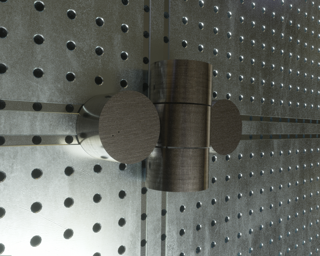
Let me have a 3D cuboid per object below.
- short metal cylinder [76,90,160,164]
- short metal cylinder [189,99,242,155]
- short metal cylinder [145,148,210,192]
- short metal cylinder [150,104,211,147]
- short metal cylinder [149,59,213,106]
[{"bbox_3d":[-0.047,-0.001,0.354,0.081,0.050,0.079,0,90,-40],"label":"short metal cylinder"},{"bbox_3d":[0.077,-0.001,0.459,0.081,0.050,0.079,0,90,-40],"label":"short metal cylinder"},{"bbox_3d":[0.022,0.049,0.393,0.081,0.080,0.050,2,89,-40],"label":"short metal cylinder"},{"bbox_3d":[0.025,-0.002,0.395,0.081,0.080,0.050,2,89,-40],"label":"short metal cylinder"},{"bbox_3d":[0.027,-0.053,0.397,0.081,0.080,0.050,3,88,-40],"label":"short metal cylinder"}]
